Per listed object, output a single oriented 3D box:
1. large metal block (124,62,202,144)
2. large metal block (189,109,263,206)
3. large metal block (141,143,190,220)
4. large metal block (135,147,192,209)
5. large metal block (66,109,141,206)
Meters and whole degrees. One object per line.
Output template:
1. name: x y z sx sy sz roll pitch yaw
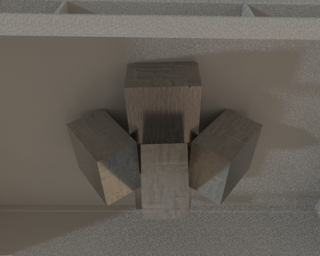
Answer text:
1. large metal block: 0.004 -0.028 0.363 0.080 0.050 0.079 -1 130 1
2. large metal block: 0.081 0.036 0.393 0.050 0.080 0.079 28 137 28
3. large metal block: 0.005 0.059 0.369 0.050 0.080 0.080 -1 86 -1
4. large metal block: 0.005 0.075 0.455 0.081 0.050 0.079 0 130 -1
5. large metal block: -0.070 0.036 0.391 0.050 0.080 0.079 -27 137 -26
